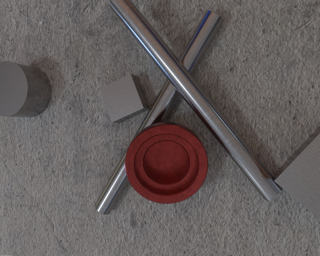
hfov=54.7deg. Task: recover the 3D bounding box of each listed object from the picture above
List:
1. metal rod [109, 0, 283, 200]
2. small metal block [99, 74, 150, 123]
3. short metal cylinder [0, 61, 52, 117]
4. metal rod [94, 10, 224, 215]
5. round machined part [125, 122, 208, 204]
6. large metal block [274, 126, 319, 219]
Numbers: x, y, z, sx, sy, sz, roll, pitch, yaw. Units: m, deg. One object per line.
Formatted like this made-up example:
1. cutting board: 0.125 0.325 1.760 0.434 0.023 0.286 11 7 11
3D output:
1. metal rod: 0.040 -0.040 0.371 0.025 0.025 0.300 -39 86 15
2. small metal block: -0.048 -0.040 0.425 0.050 0.025 0.050 -23 83 18
3. short metal cylinder: -0.214 -0.057 0.469 0.080 0.050 0.079 0 90 19
4. metal rod: -0.006 -0.013 0.410 0.025 0.025 0.299 34 100 16
5. round machined part: 0.008 0.040 0.385 0.099 0.042 0.097 0 100 1
6. large metal block: 0.182 0.051 0.332 0.080 0.050 0.080 42 103 15
